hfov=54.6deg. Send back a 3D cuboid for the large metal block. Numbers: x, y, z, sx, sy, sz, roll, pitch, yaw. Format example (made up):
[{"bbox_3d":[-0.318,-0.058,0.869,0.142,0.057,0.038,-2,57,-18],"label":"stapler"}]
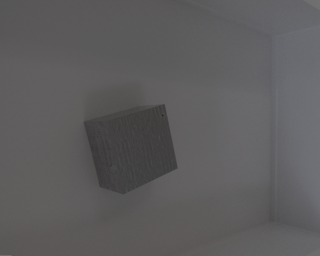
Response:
[{"bbox_3d":[-0.032,0.021,0.362,0.081,0.050,0.080,-19,102,-38],"label":"large metal block"}]
